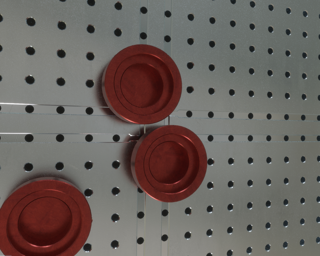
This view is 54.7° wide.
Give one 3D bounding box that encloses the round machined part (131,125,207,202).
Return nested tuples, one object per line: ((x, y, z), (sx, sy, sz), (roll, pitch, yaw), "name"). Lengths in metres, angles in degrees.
((0.009, 0.045, 0.408), (0.099, 0.042, 0.097), (0, 90, -21), "round machined part")

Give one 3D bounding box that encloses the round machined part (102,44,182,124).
((-0.025, -0.053, 0.395), (0.099, 0.042, 0.097), (0, 90, -21), "round machined part")

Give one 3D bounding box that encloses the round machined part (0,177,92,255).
((-0.131, 0.105, 0.356), (0.099, 0.042, 0.097), (0, 90, -20), "round machined part")
